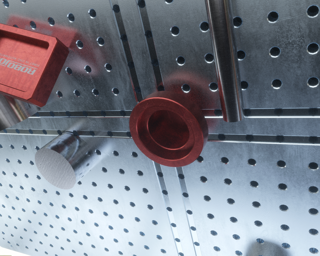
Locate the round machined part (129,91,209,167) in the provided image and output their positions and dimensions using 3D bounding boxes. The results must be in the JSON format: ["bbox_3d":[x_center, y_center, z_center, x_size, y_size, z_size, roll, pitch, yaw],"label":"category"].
[{"bbox_3d":[0.014,-0.002,0.391,0.098,0.042,0.097,13,124,21],"label":"round machined part"}]

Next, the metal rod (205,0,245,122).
[{"bbox_3d":[0.052,-0.143,0.294,0.025,0.025,0.298,0,119,28],"label":"metal rod"}]

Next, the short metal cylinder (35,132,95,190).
[{"bbox_3d":[-0.156,0.054,0.511,0.080,0.050,0.079,13,124,21],"label":"short metal cylinder"}]

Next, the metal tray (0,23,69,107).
[{"bbox_3d":[-0.200,-0.090,0.423,0.130,0.030,0.090,18,81,17],"label":"metal tray"}]

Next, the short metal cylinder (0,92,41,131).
[{"bbox_3d":[-0.235,-0.034,0.479,0.080,0.080,0.050,-11,113,33],"label":"short metal cylinder"}]
